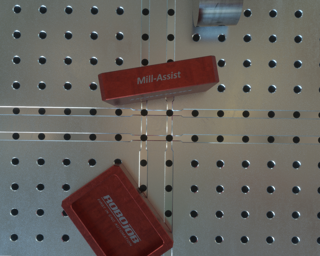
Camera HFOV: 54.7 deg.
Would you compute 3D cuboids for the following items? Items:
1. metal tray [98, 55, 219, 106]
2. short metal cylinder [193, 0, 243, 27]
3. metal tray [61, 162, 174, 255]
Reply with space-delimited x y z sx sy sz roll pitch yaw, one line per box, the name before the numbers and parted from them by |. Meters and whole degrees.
metal tray | -0.001 -0.055 0.380 0.131 0.090 0.030 -9 90 0
short metal cylinder | 0.070 -0.168 0.386 0.050 0.080 0.079 -2 90 0
metal tray | -0.054 0.123 0.410 0.090 0.030 0.130 -35 90 0
